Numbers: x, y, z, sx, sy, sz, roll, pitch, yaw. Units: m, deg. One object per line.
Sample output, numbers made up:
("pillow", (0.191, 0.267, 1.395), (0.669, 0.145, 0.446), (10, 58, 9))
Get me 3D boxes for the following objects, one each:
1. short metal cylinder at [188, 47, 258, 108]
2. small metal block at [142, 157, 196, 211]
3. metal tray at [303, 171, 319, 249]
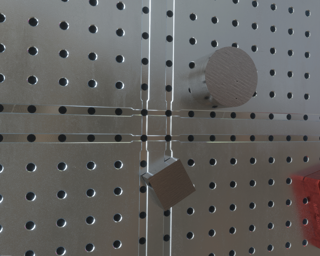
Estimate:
("short metal cylinder", (0.087, -0.068, 0.431), (0.081, 0.050, 0.080), (0, 90, -20))
("small metal block", (0.012, 0.074, 0.417), (0.050, 0.025, 0.050), (-30, 100, -18))
("metal tray", (0.298, 0.133, 0.520), (0.091, 0.030, 0.129), (-16, 96, -19))
